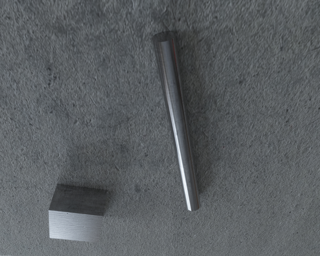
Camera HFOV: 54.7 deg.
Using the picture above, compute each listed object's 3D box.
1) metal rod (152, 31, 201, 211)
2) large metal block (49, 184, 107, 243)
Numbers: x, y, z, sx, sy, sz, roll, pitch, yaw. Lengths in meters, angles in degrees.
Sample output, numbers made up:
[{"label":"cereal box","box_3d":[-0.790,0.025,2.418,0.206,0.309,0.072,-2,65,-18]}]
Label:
[{"label":"metal rod","box_3d":[0.029,0.016,0.420,0.025,0.025,0.298,-8,130,6]},{"label":"large metal block","box_3d":[-0.134,0.142,0.510,0.081,0.050,0.079,9,130,-8]}]
